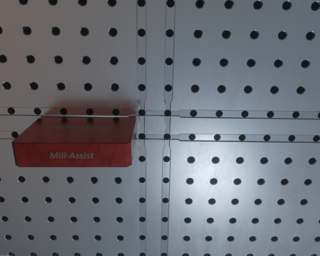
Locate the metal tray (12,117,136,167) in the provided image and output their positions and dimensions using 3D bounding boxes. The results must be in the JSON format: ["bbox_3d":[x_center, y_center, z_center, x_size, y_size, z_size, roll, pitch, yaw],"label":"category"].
[{"bbox_3d":[-0.097,0.015,0.382,0.131,0.090,0.030,0,110,-1],"label":"metal tray"}]
